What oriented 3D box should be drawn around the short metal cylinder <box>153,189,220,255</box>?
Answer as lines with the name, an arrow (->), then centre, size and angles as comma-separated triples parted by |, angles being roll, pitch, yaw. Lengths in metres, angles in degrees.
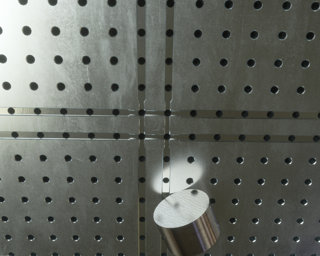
short metal cylinder -> 0.038, 0.130, 0.433 | 0.080, 0.080, 0.050 | -20, 109, 6
